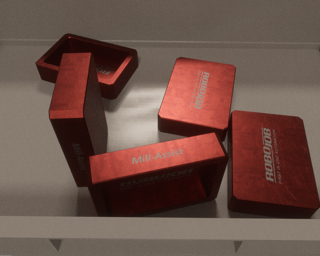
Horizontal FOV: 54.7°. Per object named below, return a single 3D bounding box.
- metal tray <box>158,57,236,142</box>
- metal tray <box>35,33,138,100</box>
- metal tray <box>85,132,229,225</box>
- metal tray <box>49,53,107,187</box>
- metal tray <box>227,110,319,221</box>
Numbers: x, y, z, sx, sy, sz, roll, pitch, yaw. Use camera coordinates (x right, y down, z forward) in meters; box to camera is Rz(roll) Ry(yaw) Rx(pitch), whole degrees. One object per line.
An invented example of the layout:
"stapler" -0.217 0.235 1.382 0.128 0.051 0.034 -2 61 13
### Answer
"metal tray" 0.055 -0.045 0.440 0.090 0.030 0.130 11 51 8
"metal tray" -0.111 -0.099 0.483 0.130 0.030 0.090 17 52 13
"metal tray" -0.003 0.054 0.317 0.131 0.089 0.030 -11 51 -9
"metal tray" -0.083 -0.005 0.340 0.030 0.129 0.090 -2 50 -2
"metal tray" 0.129 0.039 0.371 0.091 0.030 0.130 7 50 5
